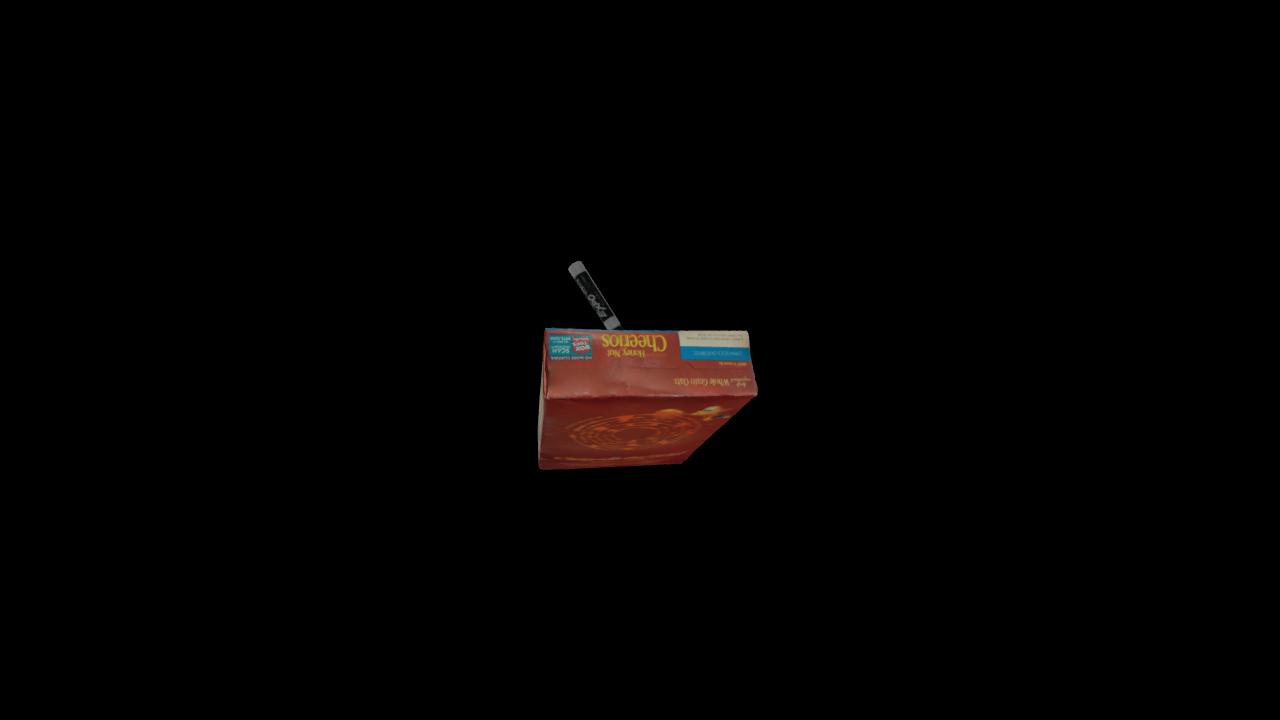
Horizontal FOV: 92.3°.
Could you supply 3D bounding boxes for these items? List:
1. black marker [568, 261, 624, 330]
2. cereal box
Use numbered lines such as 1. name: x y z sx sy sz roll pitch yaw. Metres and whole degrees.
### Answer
1. black marker: -0.045 -0.062 0.715 0.020 0.121 0.020 -32 -11 -7
2. cereal box: -0.014 0.056 0.708 0.203 0.081 0.306 -1 -22 -10
